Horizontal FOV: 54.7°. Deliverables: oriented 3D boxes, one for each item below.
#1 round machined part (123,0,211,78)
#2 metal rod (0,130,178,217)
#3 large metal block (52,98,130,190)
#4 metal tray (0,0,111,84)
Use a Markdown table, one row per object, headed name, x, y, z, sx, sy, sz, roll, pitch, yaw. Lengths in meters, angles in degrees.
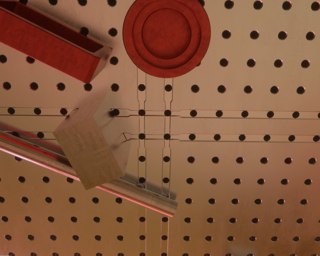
| name | x | y | z | sx | sy | sz | roll | pitch | yaw |
| --- | --- | --- | --- | --- | --- | --- | --- | --- | --- |
| round machined part | 0.008 | -0.111 | 0.364 | 0.099 | 0.042 | 0.097 | 0 | 110 | -1 |
| metal rod | -0.116 | 0.060 | 0.433 | 0.302 | 0.025 | 0.025 | 24 | 108 | -9 |
| large metal block | -0.080 | 0.017 | 0.389 | 0.050 | 0.080 | 0.080 | -22 | 109 | 7 |
| metal tray | -0.124 | -0.099 | 0.340 | 0.131 | 0.090 | 0.030 | 26 | 108 | -10 |
